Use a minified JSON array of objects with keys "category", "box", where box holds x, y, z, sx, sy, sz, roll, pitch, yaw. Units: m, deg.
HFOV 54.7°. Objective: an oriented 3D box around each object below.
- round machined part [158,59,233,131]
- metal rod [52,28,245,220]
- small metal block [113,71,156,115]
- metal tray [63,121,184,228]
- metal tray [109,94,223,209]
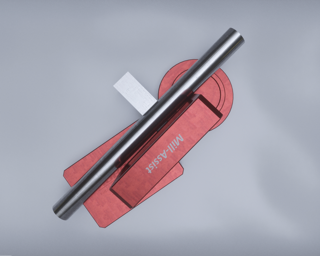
[{"category":"round machined part","box":[0.046,-0.041,0.402,0.099,0.042,0.097,0,90,-1]},{"category":"metal rod","box":[-0.016,-0.002,0.371,0.025,0.025,0.300,45,94,-1]},{"category":"small metal block","box":[-0.030,-0.042,0.397,0.025,0.050,0.050,-45,91,0]},{"category":"metal tray","box":[-0.046,0.056,0.407,0.130,0.030,0.090,-35,90,-1]},{"category":"metal tray","box":[0.006,0.020,0.340,0.030,0.090,0.130,43,96,-3]}]
